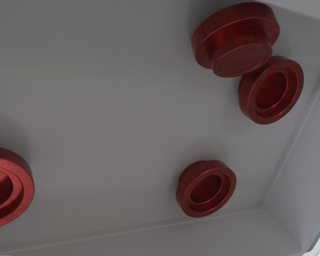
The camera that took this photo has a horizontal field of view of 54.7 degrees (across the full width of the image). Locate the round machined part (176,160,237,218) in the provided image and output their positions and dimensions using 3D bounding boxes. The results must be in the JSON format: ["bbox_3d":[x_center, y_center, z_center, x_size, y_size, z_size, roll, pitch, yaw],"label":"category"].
[{"bbox_3d":[0.068,0.091,0.491,0.099,0.042,0.097,-14,124,-21],"label":"round machined part"}]

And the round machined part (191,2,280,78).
[{"bbox_3d":[0.089,-0.093,0.356,0.099,0.042,0.098,-11,160,-4],"label":"round machined part"}]

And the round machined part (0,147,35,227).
[{"bbox_3d":[-0.189,0.059,0.331,0.099,0.042,0.097,-14,124,-21],"label":"round machined part"}]

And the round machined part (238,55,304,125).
[{"bbox_3d":[0.153,-0.057,0.446,0.099,0.042,0.097,-14,124,-21],"label":"round machined part"}]
